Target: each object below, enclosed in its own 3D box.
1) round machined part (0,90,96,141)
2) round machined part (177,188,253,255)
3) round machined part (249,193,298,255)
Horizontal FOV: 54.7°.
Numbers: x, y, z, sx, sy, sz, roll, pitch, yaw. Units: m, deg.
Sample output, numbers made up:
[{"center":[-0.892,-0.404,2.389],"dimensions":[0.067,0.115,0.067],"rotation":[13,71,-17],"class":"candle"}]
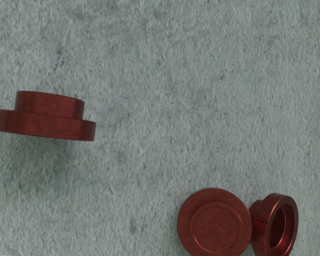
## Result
[{"center":[-0.117,-0.013,0.327],"dimensions":[0.099,0.098,0.042],"rotation":[8,88,-20],"class":"round machined part"},{"center":[0.072,0.130,0.408],"dimensions":[0.099,0.042,0.097],"rotation":[-1,84,5],"class":"round machined part"},{"center":[0.158,0.142,0.449],"dimensions":[0.099,0.042,0.097],"rotation":[-5,97,-42],"class":"round machined part"}]
